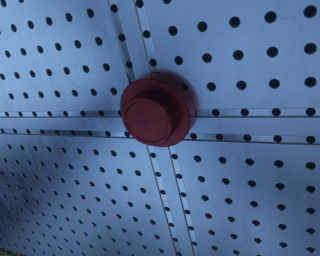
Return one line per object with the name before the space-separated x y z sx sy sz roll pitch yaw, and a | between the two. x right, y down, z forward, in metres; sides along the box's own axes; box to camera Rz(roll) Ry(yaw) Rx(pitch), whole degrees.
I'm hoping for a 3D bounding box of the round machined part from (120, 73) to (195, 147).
round machined part | -0.009 -0.016 0.393 0.098 0.042 0.097 13 124 20
